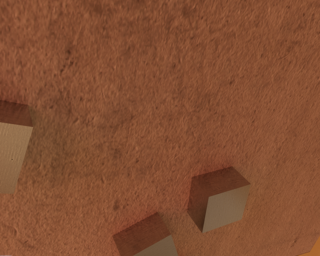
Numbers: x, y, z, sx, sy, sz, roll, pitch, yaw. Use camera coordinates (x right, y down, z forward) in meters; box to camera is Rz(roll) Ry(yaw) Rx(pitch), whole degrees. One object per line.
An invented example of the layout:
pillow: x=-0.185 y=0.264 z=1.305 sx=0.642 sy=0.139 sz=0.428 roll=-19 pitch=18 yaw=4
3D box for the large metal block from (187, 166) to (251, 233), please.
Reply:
large metal block: x=0.097 y=0.119 z=0.520 sx=0.081 sy=0.050 sz=0.079 roll=-11 pitch=123 yaw=-23

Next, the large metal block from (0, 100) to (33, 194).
large metal block: x=-0.179 y=0.016 z=0.303 sx=0.081 sy=0.050 sz=0.079 roll=11 pitch=113 yaw=-33

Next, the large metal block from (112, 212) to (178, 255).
large metal block: x=-0.021 y=0.197 z=0.503 sx=0.081 sy=0.050 sz=0.080 roll=-25 pitch=128 yaw=-13
